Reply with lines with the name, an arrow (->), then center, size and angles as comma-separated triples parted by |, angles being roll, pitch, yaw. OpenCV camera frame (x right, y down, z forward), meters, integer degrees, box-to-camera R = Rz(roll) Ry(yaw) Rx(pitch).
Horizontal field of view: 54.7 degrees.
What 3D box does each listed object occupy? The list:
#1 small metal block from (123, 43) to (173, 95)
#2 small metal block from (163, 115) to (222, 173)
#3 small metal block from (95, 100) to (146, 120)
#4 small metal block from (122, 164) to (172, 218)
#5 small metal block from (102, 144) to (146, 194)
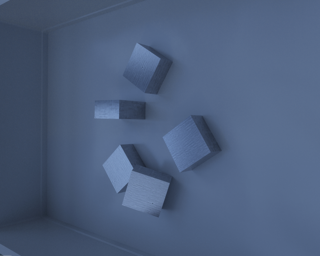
small metal block -> -0.018, -0.080, 0.422 | 0.050, 0.025, 0.050 | 41, 115, 32
small metal block -> 0.038, 0.019, 0.376 | 0.050, 0.025, 0.050 | -40, 66, 33
small metal block -> -0.056, -0.025, 0.437 | 0.050, 0.050, 0.025 | 3, 92, 40
small metal block -> -0.017, 0.082, 0.406 | 0.050, 0.025, 0.050 | 18, 103, 5
small metal block -> -0.051, 0.058, 0.449 | 0.050, 0.025, 0.050 | -47, 62, 29
